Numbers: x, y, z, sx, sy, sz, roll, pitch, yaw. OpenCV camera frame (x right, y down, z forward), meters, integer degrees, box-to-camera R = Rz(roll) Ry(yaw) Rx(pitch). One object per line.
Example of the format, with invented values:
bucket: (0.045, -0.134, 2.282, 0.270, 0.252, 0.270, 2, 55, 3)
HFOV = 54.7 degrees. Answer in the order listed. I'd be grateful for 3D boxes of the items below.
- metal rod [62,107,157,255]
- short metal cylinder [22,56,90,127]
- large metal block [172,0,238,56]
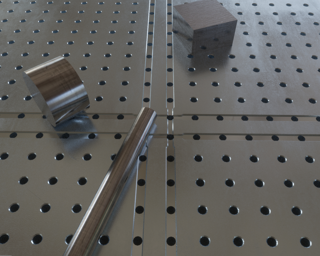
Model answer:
metal rod: (-0.065, 0.089, 0.331, 0.025, 0.025, 0.301, 15, 51, 12)
short metal cylinder: (-0.137, -0.048, 0.412, 0.050, 0.080, 0.080, -33, 57, -24)
large metal block: (0.075, -0.179, 0.542, 0.081, 0.050, 0.080, -17, 52, -14)
